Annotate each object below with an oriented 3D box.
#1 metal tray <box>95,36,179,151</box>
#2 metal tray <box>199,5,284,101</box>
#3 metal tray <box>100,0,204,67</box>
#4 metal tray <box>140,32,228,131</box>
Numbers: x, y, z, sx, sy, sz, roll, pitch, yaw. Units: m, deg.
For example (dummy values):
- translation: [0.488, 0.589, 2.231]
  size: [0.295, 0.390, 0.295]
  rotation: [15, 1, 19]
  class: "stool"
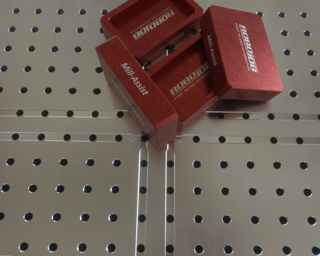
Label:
- translation: [-0.028, -0.041, 0.392]
  size: [0.030, 0.090, 0.130]
  rotation: [-33, 74, -11]
  class: "metal tray"
- translation: [0.111, -0.103, 0.429]
  size: [0.091, 0.030, 0.130]
  rotation: [1, 67, -23]
  class: "metal tray"
- translation: [-0.011, -0.160, 0.467]
  size: [0.130, 0.030, 0.090]
  rotation: [-38, 74, -13]
  class: "metal tray"
- translation: [0.046, -0.069, 0.434]
  size: [0.130, 0.030, 0.090]
  rotation: [-39, 75, -13]
  class: "metal tray"
